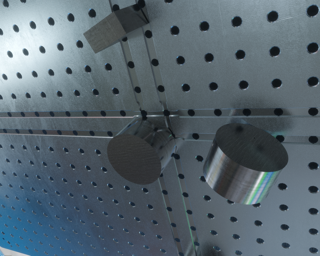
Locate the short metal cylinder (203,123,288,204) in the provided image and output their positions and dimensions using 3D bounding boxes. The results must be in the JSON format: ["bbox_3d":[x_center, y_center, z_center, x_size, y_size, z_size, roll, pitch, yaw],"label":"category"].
[{"bbox_3d":[0.094,0.038,0.350,0.080,0.080,0.050,24,127,14],"label":"short metal cylinder"}]

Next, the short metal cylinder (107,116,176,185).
[{"bbox_3d":[-0.025,0.031,0.427,0.080,0.050,0.079,13,123,20],"label":"short metal cylinder"}]

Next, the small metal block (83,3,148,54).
[{"bbox_3d":[-0.050,-0.113,0.351,0.050,0.050,0.025,-20,108,35],"label":"small metal block"}]
